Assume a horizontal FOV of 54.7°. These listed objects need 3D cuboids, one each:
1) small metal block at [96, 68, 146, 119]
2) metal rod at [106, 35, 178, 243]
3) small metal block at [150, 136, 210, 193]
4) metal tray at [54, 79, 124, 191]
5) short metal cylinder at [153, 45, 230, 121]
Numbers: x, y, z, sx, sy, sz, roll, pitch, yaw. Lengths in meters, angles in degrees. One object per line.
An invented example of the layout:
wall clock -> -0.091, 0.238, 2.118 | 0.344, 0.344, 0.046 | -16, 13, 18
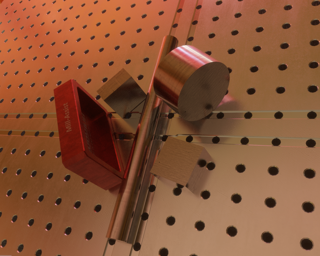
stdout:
small metal block -> -0.054, -0.049, 0.448 | 0.050, 0.050, 0.025 | -41, 51, 0
metal rod -> -0.017, -0.003, 0.417 | 0.025, 0.025, 0.300 | 0, 61, 28
small metal block -> 0.024, 0.043, 0.369 | 0.050, 0.025, 0.050 | 16, 70, 34
metal tray -> -0.093, 0.008, 0.408 | 0.030, 0.090, 0.130 | -29, 52, 10
short metal cylinder -> 0.039, -0.055, 0.385 | 0.080, 0.080, 0.050 | -44, 51, -3
